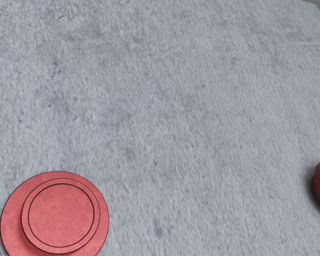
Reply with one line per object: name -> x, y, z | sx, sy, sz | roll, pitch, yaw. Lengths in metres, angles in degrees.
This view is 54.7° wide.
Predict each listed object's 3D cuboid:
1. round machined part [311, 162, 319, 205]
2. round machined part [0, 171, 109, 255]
round machined part -> 0.280, 0.096, 0.488 | 0.099, 0.042, 0.098 | 14, 56, -21
round machined part -> -0.095, 0.086, 0.290 | 0.099, 0.042, 0.098 | 14, 56, -21
